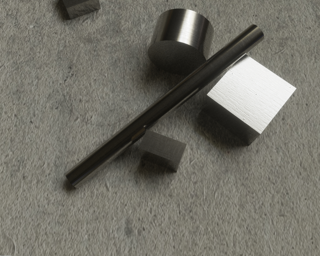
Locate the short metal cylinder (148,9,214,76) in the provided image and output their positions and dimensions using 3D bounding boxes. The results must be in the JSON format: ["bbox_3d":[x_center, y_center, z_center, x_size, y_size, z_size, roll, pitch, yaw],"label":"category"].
[{"bbox_3d":[0.029,-0.114,0.421,0.080,0.080,0.050,13,71,4],"label":"short metal cylinder"}]

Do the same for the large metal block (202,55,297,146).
[{"bbox_3d":[0.115,-0.037,0.410,0.080,0.050,0.080,39,74,12],"label":"large metal block"}]

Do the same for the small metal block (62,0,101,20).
[{"bbox_3d":[-0.127,-0.204,0.481,0.050,0.025,0.050,-24,72,-9],"label":"small metal block"}]

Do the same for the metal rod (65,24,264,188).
[{"bbox_3d":[0.008,-0.029,0.391,0.301,0.025,0.025,-39,75,-3],"label":"metal rod"}]

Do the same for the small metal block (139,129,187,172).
[{"bbox_3d":[0.003,0.029,0.384,0.050,0.050,0.025,20,71,7],"label":"small metal block"}]
